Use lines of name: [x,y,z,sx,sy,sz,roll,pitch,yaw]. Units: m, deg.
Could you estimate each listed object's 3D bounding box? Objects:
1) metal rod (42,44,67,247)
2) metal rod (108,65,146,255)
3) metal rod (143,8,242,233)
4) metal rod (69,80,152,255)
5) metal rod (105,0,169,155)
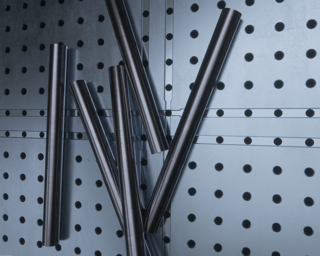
metal rod: [-0.159,0.026,0.466,0.025,0.025,0.298,3,91,19]
metal rod: [-0.042,0.063,0.410,0.025,0.025,0.298,-10,81,19]
metal rod: [0.037,-0.004,0.398,0.025,0.025,0.298,23,97,18]
metal rod: [-0.066,0.072,0.434,0.025,0.025,0.299,-24,82,18]
metal rod: [-0.043,-0.110,0.426,0.025,0.025,0.299,-19,84,18]
